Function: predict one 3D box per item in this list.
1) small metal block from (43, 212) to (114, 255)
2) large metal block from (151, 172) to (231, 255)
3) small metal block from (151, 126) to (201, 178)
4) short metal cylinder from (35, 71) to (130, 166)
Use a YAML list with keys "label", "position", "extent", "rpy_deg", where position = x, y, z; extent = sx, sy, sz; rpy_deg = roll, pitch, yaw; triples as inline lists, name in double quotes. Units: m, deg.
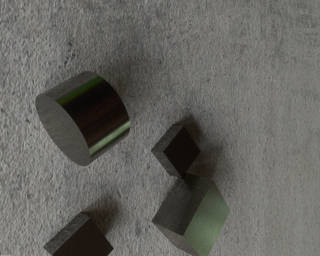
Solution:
- label: "small metal block"
  position: [-0.087, 0.129, 0.334]
  extent: [0.050, 0.025, 0.050]
  rpy_deg: [-43, 116, -32]
- label: "large metal block"
  position: [0.045, 0.119, 0.419]
  extent: [0.080, 0.050, 0.080]
  rpy_deg: [-55, 134, -25]
- label: "small metal block"
  position: [0.023, 0.032, 0.426]
  extent: [0.050, 0.025, 0.050]
  rpy_deg: [-50, 120, -28]
- label: "short metal cylinder"
  position: [-0.076, -0.009, 0.306]
  extent: [0.050, 0.080, 0.080]
  rpy_deg: [-39, 114, -34]
